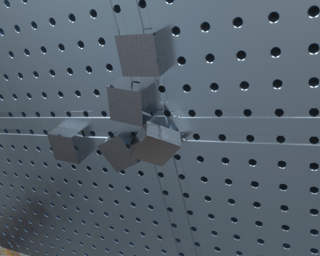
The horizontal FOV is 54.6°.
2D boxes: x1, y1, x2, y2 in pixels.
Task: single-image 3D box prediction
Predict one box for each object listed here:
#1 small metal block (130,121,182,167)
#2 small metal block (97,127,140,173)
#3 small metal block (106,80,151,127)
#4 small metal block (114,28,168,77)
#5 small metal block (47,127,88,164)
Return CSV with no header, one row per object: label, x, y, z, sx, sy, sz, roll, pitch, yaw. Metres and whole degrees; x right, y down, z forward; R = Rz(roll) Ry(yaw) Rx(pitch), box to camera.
small metal block,-0.007,0.022,0.415,0.050,0.025,0.050,19,133,-22
small metal block,-0.057,0.033,0.462,0.050,0.025,0.050,-27,104,37
small metal block,-0.040,-0.033,0.413,0.050,0.025,0.050,12,124,21
small metal block,-0.021,-0.089,0.368,0.050,0.025,0.050,5,121,25
small metal block,-0.151,0.028,0.509,0.050,0.025,0.050,7,122,24
